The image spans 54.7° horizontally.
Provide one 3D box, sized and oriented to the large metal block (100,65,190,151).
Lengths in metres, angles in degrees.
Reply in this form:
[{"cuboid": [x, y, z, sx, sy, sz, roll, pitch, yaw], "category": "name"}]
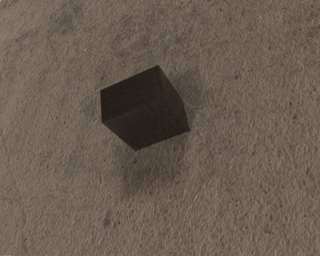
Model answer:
[{"cuboid": [-0.018, -0.022, 0.390, 0.080, 0.080, 0.050, -21, 54, 15], "category": "large metal block"}]
